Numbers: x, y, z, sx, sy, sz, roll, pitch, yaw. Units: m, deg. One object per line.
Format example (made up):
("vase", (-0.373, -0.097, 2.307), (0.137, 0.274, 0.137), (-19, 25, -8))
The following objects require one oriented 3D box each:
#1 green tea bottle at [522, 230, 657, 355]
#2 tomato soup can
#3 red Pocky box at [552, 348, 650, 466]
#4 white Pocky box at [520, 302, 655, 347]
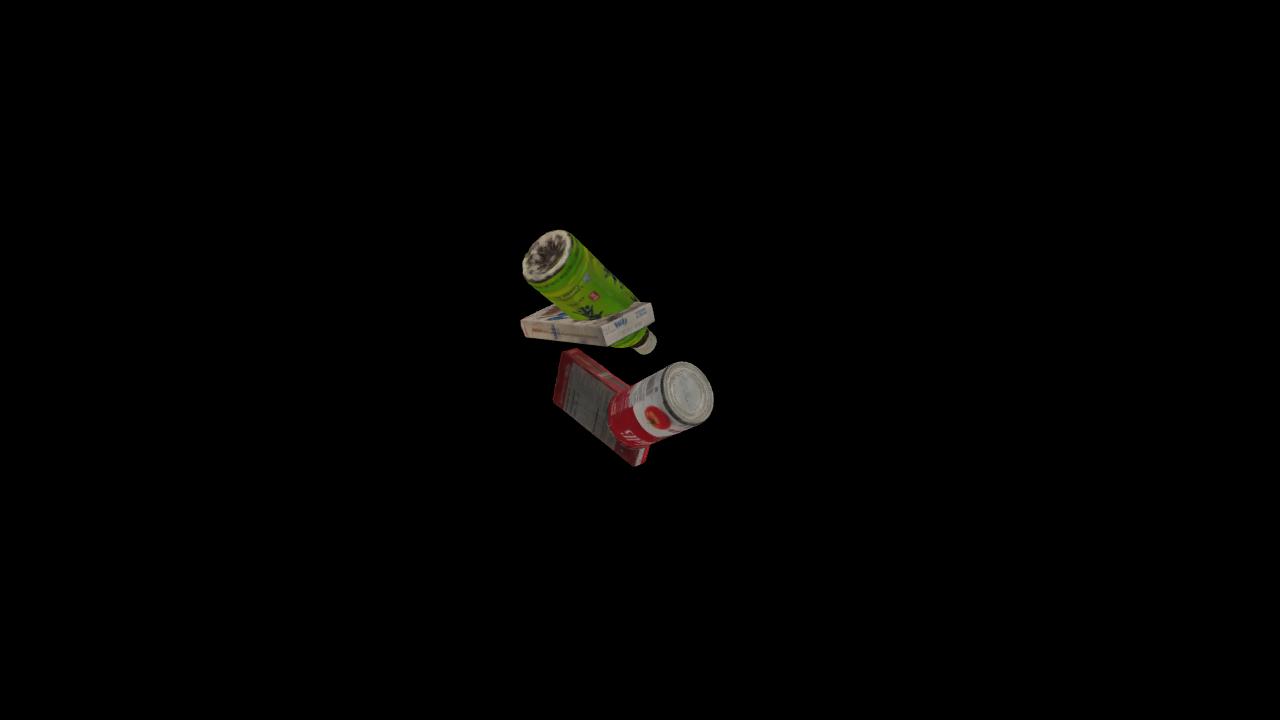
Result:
("green tea bottle", (-0.045, -0.065, 0.714), (0.073, 0.073, 0.212), (0, -24, 33))
("tomato soup can", (0.020, 0.048, 0.636), (0.068, 0.068, 0.101), (0, -21, -39))
("red Pocky box", (-0.045, 0.056, 0.765), (0.155, 0.083, 0.028), (34, 36, 30))
("white Pocky box", (-0.065, -0.047, 0.734), (0.154, 0.028, 0.084), (8, 30, 44))
